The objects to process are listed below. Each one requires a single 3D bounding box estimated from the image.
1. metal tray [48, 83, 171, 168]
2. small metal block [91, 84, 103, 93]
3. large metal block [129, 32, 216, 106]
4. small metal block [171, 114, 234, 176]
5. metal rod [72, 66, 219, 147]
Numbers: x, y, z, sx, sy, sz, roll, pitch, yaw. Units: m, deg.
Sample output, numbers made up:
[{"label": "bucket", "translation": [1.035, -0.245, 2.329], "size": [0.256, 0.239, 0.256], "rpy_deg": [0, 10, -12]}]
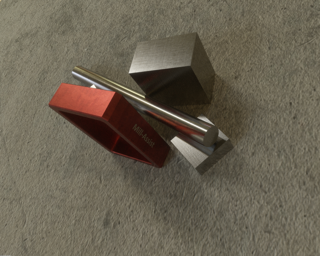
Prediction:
[{"label": "metal tray", "translation": [-0.054, 0.000, 0.365], "size": [0.090, 0.130, 0.030], "rpy_deg": [13, 69, 33]}, {"label": "small metal block", "translation": [-0.082, -0.027, 0.447], "size": [0.025, 0.050, 0.050], "rpy_deg": [-39, 51, 2]}, {"label": "large metal block", "translation": [0.019, -0.071, 0.401], "size": [0.080, 0.080, 0.050], "rpy_deg": [-2, 61, 27]}, {"label": "small metal block", "translation": [0.050, 0.019, 0.367], "size": [0.050, 0.025, 0.050], "rpy_deg": [-41, 51, 0]}, {"label": "metal rod", "translation": [-0.043, -0.043, 0.435], "size": [0.300, 0.025, 0.025], "rpy_deg": [28, 77, 42]}]
